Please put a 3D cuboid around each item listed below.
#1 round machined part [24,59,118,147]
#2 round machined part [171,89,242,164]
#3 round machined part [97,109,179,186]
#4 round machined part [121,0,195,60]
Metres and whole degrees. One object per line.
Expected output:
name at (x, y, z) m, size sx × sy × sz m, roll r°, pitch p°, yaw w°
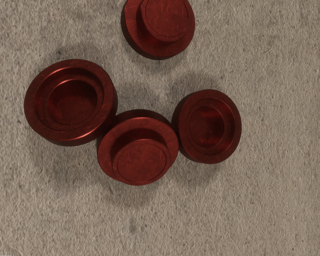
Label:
round machined part at (-0.096, -0.025, 0.350) m, size 0.099 × 0.042 × 0.098 m, roll -1°, pitch 69°, yaw 4°
round machined part at (0.058, -0.001, 0.420) m, size 0.099 × 0.042 × 0.097 m, roll 1°, pitch 88°, yaw -25°
round machined part at (-0.024, 0.030, 0.368) m, size 0.099 × 0.042 × 0.097 m, roll -7°, pitch 123°, yaw -11°
round machined part at (0.002, -0.141, 0.402) m, size 0.099 × 0.042 × 0.097 m, roll 0°, pitch 90°, yaw -21°
